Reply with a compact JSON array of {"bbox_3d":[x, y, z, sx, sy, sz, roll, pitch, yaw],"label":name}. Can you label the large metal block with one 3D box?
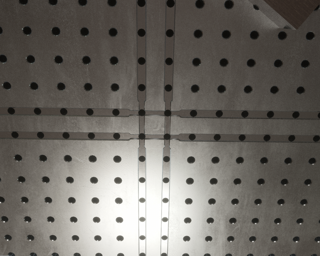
[{"bbox_3d":[0.141,-0.167,0.340,0.080,0.050,0.080,35,106,-13],"label":"large metal block"}]
